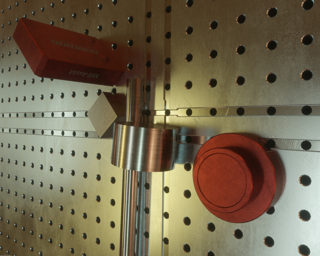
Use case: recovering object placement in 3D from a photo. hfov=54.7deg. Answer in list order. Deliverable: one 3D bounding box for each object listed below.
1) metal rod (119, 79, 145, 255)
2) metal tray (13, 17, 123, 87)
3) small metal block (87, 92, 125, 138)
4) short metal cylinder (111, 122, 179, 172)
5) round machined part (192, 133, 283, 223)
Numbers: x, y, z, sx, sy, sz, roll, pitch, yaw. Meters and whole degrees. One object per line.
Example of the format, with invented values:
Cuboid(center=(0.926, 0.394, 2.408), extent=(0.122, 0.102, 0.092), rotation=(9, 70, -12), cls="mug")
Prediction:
Cuboid(center=(-0.041, 0.081, 0.440), extent=(0.025, 0.025, 0.298), rotation=(4, 93, 39), cls="metal rod")
Cuboid(center=(-0.128, -0.105, 0.444), extent=(0.090, 0.131, 0.030), rotation=(53, 121, 27), cls="metal tray")
Cuboid(center=(-0.080, -0.019, 0.473), extent=(0.050, 0.025, 0.050), rotation=(-48, 62, 29), cls="small metal block")
Cuboid(center=(-0.019, 0.021, 0.387), extent=(0.080, 0.081, 0.050), rotation=(9, 96, 39), cls="short metal cylinder")
Cuboid(center=(0.076, 0.054, 0.335), extent=(0.098, 0.042, 0.097), rotation=(0, 90, 39), cls="round machined part")
